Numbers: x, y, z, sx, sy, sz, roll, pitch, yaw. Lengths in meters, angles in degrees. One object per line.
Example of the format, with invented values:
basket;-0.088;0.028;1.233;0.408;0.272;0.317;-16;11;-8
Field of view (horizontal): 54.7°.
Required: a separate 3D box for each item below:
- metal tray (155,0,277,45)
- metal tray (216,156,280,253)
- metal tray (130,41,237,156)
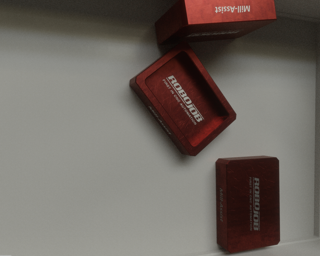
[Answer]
metal tray;0.069;-0.138;0.401;0.131;0.090;0.030;-10;94;-20
metal tray;0.130;0.108;0.456;0.091;0.030;0.129;-1;90;-20
metal tray;0.033;-0.038;0.419;0.090;0.030;0.130;-41;103;-16
